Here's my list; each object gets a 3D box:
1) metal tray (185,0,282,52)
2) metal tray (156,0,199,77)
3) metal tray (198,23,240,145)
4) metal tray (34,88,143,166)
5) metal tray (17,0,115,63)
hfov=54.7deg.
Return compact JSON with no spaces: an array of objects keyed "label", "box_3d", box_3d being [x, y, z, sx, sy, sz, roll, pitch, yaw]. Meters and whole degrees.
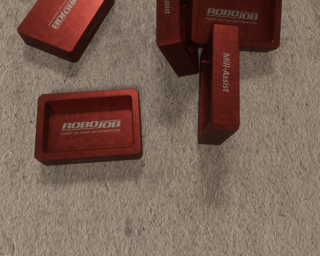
[{"label":"metal tray","box_3d":[0.103,-0.157,0.433,0.131,0.030,0.089,1,94,-12]},{"label":"metal tray","box_3d":[0.026,-0.148,0.425,0.030,0.090,0.130,-7,69,20]},{"label":"metal tray","box_3d":[0.071,-0.051,0.386,0.030,0.090,0.129,4,75,-2]},{"label":"metal tray","box_3d":[-0.090,-0.002,0.404,0.131,0.030,0.090,-4,70,-2]},{"label":"metal tray","box_3d":[-0.138,-0.171,0.466,0.090,0.030,0.130,23,71,7]}]
